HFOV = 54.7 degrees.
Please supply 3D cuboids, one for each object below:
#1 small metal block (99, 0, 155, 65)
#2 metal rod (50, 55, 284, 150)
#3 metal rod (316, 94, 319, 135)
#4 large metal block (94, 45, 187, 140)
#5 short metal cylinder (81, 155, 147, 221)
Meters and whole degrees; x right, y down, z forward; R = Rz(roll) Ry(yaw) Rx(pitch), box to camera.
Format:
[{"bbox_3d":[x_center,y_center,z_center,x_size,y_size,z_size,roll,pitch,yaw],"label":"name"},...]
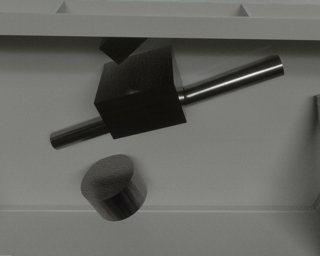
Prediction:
[{"bbox_3d":[-0.031,-0.098,0.309,0.050,0.050,0.025,-37,121,26],"label":"small metal block"},{"bbox_3d":[-0.003,-0.027,0.386,0.301,0.025,0.025,-18,128,14],"label":"metal rod"},{"bbox_3d":[0.238,0.101,0.416,0.025,0.025,0.298,-11,104,8],"label":"metal rod"},{"bbox_3d":[-0.019,-0.040,0.338,0.080,0.080,0.050,-13,129,10],"label":"large metal block"},{"bbox_3d":[-0.065,0.085,0.445,0.080,0.080,0.050,-15,129,12],"label":"short metal cylinder"}]
